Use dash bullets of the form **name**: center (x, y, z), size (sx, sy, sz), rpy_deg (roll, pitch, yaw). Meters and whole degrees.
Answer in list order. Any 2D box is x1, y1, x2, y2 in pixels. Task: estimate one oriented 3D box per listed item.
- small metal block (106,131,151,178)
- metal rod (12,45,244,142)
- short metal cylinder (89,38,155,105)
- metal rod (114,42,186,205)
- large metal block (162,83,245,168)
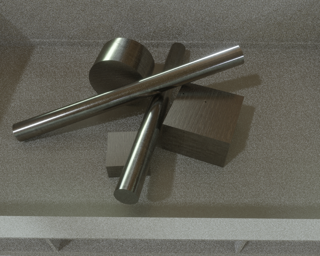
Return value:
- **small metal block**: center (-0.038, 0.032, 0.378), size (0.050, 0.025, 0.050), rpy_deg (-2, 50, -3)
- **metal rod**: center (-0.040, -0.044, 0.396), size (0.301, 0.025, 0.025), rpy_deg (-19, 52, 1)
- **short metal cylinder**: center (-0.052, -0.078, 0.434), size (0.080, 0.080, 0.050), rpy_deg (9, 51, 7)
- **metal rod**: center (-0.001, -0.032, 0.408), size (0.025, 0.025, 0.301), rpy_deg (10, 43, 8)
- **large metal block**: center (0.055, -0.006, 0.395), size (0.080, 0.050, 0.080), rpy_deg (16, 52, 13)
